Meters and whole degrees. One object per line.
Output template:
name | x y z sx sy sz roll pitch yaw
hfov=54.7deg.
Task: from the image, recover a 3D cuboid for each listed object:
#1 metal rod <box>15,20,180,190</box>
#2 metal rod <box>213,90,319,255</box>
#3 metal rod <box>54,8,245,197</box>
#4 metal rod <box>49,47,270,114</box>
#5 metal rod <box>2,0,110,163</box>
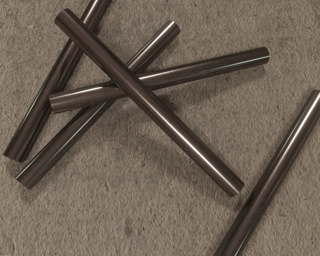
metal rod | -0.074 -0.041 0.422 0.025 0.025 0.301 37 74 12
metal rod | 0.134 0.070 0.384 0.025 0.025 0.300 34 73 11
metal rod | -0.011 -0.029 0.379 0.300 0.025 0.025 45 75 -2
metal rod | 0.009 -0.067 0.415 0.302 0.025 0.025 -15 71 -13
metal rod | -0.134 -0.092 0.440 0.025 0.025 0.300 20 71 6
